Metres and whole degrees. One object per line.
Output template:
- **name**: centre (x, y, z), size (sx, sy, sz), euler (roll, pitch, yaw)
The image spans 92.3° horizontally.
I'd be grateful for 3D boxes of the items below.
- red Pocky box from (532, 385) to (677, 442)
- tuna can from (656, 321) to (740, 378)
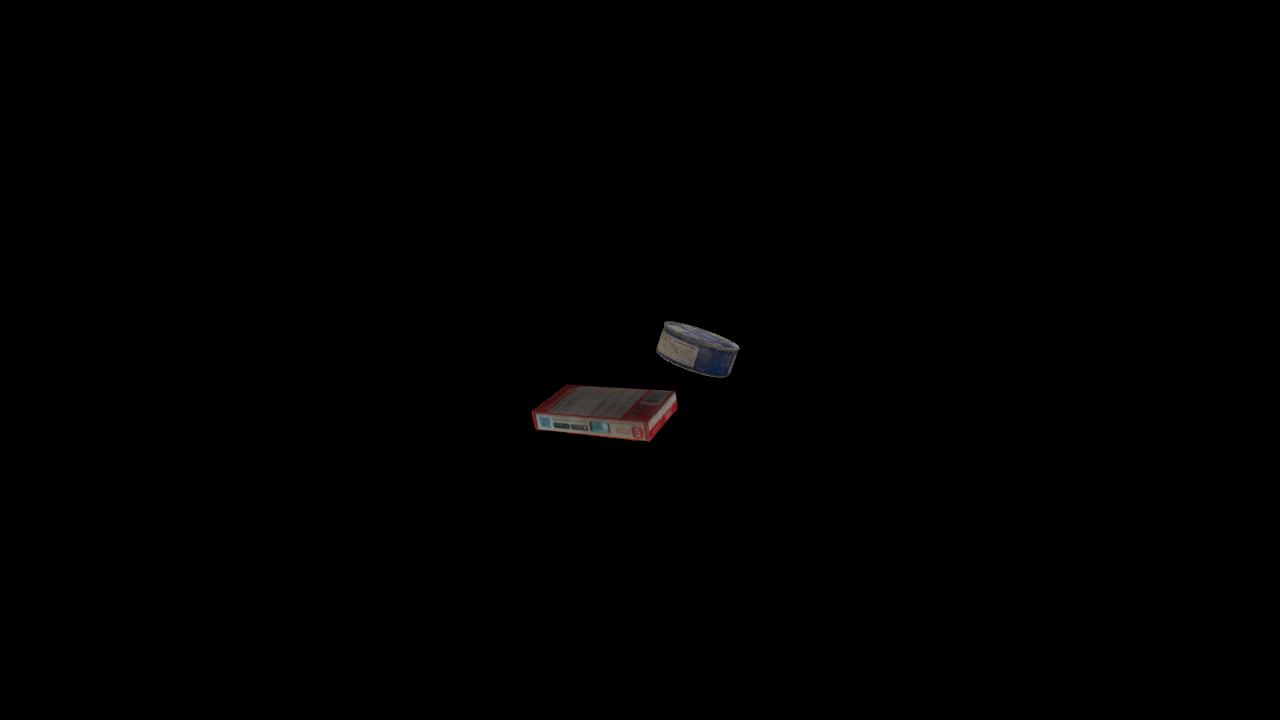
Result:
- **red Pocky box**: centre (-0.041, 0.060, 0.723), size (0.155, 0.028, 0.083), euler (2, 24, 27)
- **tuna can**: centre (0.061, -0.011, 0.650), size (0.084, 0.034, 0.084), euler (17, 13, -4)
